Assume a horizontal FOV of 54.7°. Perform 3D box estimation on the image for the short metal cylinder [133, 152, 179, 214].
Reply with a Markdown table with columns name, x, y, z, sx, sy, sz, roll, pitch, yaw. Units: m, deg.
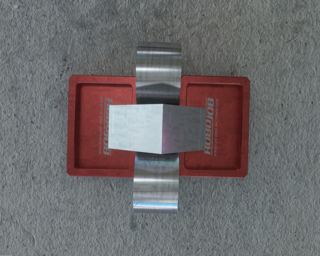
| name | x | y | z | sx | sy | sz | roll | pitch | yaw |
| --- | --- | --- | --- | --- | --- | --- | --- | --- | --- |
| short metal cylinder | -0.004 | 0.065 | 0.383 | 0.050 | 0.080 | 0.079 | 2 | 90 | 0 |

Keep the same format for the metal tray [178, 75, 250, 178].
| name | x | y | z | sx | sy | sz | roll | pitch | yaw |
| --- | --- | --- | --- | --- | --- | --- | --- | --- | --- |
| metal tray | 0.068 | -0.002 | 0.409 | 0.091 | 0.030 | 0.129 | 2 | 90 | 0 |

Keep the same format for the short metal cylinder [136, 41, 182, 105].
| name | x | y | z | sx | sy | sz | roll | pitch | yaw |
| --- | --- | --- | --- | --- | --- | --- | --- | --- | --- |
| short metal cylinder | -0.001 | -0.065 | 0.383 | 0.050 | 0.080 | 0.079 | 2 | 90 | 0 |

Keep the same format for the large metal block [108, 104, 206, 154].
| name | x | y | z | sx | sy | sz | roll | pitch | yaw |
| --- | --- | --- | --- | --- | --- | --- | --- | --- | --- |
| large metal block | -0.002 | 0.000 | 0.363 | 0.080 | 0.081 | 0.050 | 2 | 91 | 40 |

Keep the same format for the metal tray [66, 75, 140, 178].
| name | x | y | z | sx | sy | sz | roll | pitch | yaw |
| --- | --- | --- | --- | --- | --- | --- | --- | --- | --- |
| metal tray | -0.072 | -0.002 | 0.408 | 0.091 | 0.030 | 0.129 | 2 | 90 | 0 |
